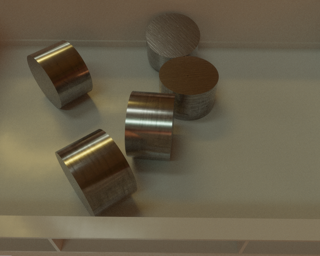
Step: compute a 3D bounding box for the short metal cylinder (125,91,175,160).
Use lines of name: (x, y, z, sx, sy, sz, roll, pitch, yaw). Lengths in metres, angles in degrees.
short metal cylinder: (-0.010, -0.003, 0.372, 0.050, 0.080, 0.080, 4, 50, 4)

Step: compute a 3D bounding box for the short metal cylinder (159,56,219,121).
short metal cylinder: (0.039, -0.057, 0.436, 0.080, 0.050, 0.080, 0, 50, 0)

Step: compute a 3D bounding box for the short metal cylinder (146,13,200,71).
short metal cylinder: (0.019, -0.130, 0.482, 0.081, 0.050, 0.080, 0, 70, 0)

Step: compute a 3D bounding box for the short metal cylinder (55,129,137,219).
short metal cylinder: (-0.068, 0.048, 0.329, 0.050, 0.080, 0.080, -30, 57, -23)

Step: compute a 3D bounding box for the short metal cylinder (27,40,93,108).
short metal cylinder: (-0.139, -0.074, 0.431, 0.050, 0.080, 0.080, -35, 59, -26)
